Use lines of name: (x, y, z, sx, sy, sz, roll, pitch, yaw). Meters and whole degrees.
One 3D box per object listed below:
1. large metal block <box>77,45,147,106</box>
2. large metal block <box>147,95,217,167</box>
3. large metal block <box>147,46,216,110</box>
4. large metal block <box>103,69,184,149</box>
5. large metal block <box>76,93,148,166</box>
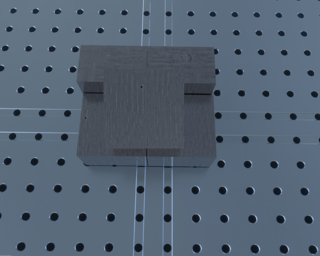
large metal block: (-0.056, -0.063, 0.404, 0.081, 0.080, 0.050, 1, 70, 0)
large metal block: (0.026, 0.004, 0.394, 0.081, 0.050, 0.080, 1, 70, 0)
large metal block: (0.025, -0.062, 0.404, 0.081, 0.080, 0.050, 1, 70, 0)
large metal block: (-0.016, -0.021, 0.335, 0.081, 0.050, 0.079, 0, 94, -1)
large metal block: (-0.056, 0.003, 0.395, 0.081, 0.050, 0.080, 1, 70, 0)
